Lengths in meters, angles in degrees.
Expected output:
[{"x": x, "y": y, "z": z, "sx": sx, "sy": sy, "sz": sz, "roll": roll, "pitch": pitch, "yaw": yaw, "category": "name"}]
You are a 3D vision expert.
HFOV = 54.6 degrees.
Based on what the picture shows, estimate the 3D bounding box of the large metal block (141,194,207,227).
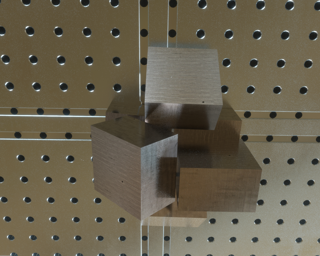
[{"x": 0.016, "y": 0.100, "z": 0.415, "sx": 0.080, "sy": 0.050, "sz": 0.080, "roll": 2, "pitch": 155, "yaw": -1, "category": "large metal block"}]

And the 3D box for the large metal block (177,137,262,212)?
[{"x": 0.059, "y": 0.049, "z": 0.349, "sx": 0.080, "sy": 0.080, "sz": 0.050, "roll": 1, "pitch": 110, "yaw": -1, "category": "large metal block"}]

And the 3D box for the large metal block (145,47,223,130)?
[{"x": 0.025, "y": -0.046, "z": 0.360, "sx": 0.080, "sy": 0.080, "sz": 0.050, "roll": 2, "pitch": 148, "yaw": -1, "category": "large metal block"}]

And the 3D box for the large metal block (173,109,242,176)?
[{"x": 0.056, "y": 0.018, "z": 0.407, "sx": 0.080, "sy": 0.050, "sz": 0.079, "roll": 3, "pitch": 110, "yaw": -1, "category": "large metal block"}]

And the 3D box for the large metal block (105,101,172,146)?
[{"x": -0.029, "y": 0.014, "z": 0.405, "sx": 0.080, "sy": 0.050, "sz": 0.079, "roll": 6, "pitch": 110, "yaw": -3, "category": "large metal block"}]

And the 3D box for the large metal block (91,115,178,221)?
[{"x": -0.029, "y": 0.039, "z": 0.336, "sx": 0.080, "sy": 0.050, "sz": 0.079, "roll": 20, "pitch": 118, "yaw": 41, "category": "large metal block"}]
